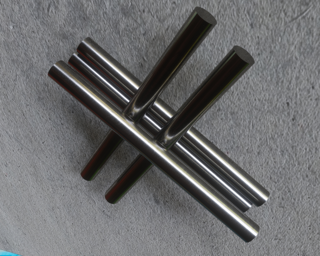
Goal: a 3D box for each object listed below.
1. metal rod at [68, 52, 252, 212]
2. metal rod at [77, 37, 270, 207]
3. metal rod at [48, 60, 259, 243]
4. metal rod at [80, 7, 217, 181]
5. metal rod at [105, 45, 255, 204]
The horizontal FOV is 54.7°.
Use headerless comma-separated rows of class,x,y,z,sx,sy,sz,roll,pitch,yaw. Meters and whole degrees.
metal rod,0.002,0.005,0.409,0.300,0.025,0.025,41,129,-1
metal rod,0.017,-0.007,0.393,0.300,0.025,0.025,41,129,-1
metal rod,-0.007,0.027,0.363,0.300,0.025,0.025,40,129,0
metal rod,-0.034,-0.017,0.381,0.025,0.025,0.298,41,129,0
metal rod,0.003,0.019,0.385,0.025,0.025,0.298,41,129,0
